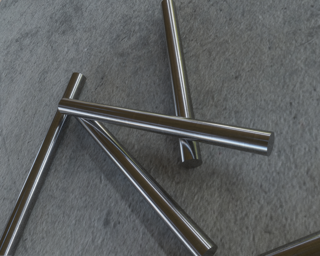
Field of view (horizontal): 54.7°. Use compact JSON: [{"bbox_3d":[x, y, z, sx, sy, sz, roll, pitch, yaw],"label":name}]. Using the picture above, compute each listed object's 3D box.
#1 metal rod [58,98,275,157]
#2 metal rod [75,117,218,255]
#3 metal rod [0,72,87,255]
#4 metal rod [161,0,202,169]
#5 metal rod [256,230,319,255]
[{"bbox_3d":[-0.017,-0.008,0.382,0.300,0.025,0.025,11,67,32],"label":"metal rod"},{"bbox_3d":[-0.041,0.047,0.395,0.025,0.025,0.300,-46,51,-4],"label":"metal rod"},{"bbox_3d":[-0.173,0.045,0.464,0.025,0.025,0.300,1,62,28],"label":"metal rod"},{"bbox_3d":[0.025,-0.083,0.440,0.025,0.025,0.299,-17,55,18],"label":"metal rod"},{"bbox_3d":[0.030,0.159,0.289,0.301,0.025,0.025,-27,53,10],"label":"metal rod"}]
